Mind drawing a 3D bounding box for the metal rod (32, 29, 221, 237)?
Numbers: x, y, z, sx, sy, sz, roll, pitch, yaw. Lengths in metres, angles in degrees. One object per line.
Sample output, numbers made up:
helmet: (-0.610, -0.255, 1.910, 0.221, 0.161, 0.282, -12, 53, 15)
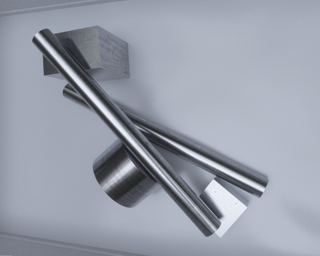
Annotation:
metal rod: (-0.038, 0.005, 0.360, 0.025, 0.025, 0.300, -42, 90, 15)

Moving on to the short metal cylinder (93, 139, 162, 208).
short metal cylinder: (-0.037, 0.052, 0.391, 0.050, 0.080, 0.080, -42, 77, 15)

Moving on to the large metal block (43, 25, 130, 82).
large metal block: (-0.096, -0.093, 0.413, 0.080, 0.080, 0.050, -4, 89, 19)

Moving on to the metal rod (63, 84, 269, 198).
metal rod: (-0.005, 0.008, 0.410, 0.301, 0.025, 0.025, 26, 99, 17)

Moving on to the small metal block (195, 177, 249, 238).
small metal block: (0.073, 0.096, 0.383, 0.050, 0.025, 0.050, 40, 102, 15)
